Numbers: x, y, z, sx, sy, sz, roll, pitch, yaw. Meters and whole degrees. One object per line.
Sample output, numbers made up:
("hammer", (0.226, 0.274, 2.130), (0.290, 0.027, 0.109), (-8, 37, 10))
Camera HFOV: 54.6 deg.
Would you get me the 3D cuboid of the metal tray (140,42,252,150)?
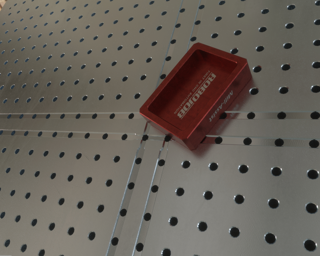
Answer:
("metal tray", (0.046, -0.046, 0.409), (0.090, 0.030, 0.130), (33, 80, 38))
